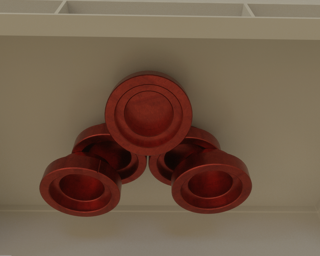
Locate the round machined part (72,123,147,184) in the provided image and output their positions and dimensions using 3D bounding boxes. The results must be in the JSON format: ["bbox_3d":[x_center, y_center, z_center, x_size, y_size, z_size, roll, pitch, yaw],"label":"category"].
[{"bbox_3d":[-0.067,0.031,0.422,0.099,0.042,0.097,0,130,0],"label":"round machined part"}]

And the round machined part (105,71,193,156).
[{"bbox_3d":[-0.013,-0.020,0.366,0.099,0.042,0.097,-1,112,-1],"label":"round machined part"}]

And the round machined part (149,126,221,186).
[{"bbox_3d":[0.034,0.035,0.426,0.099,0.042,0.097,0,130,0],"label":"round machined part"}]

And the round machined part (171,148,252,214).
[{"bbox_3d":[0.063,0.064,0.397,0.099,0.042,0.097,0,130,0],"label":"round machined part"}]

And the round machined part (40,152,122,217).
[{"bbox_3d":[-0.098,0.069,0.399,0.099,0.042,0.097,0,130,0],"label":"round machined part"}]
